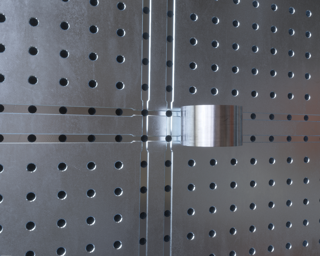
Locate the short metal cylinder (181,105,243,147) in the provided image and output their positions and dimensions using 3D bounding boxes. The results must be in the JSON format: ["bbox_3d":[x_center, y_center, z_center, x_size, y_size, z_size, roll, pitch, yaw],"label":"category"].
[{"bbox_3d":[0.067,-0.003,0.408,0.081,0.080,0.050,0,90,-20],"label":"short metal cylinder"}]
